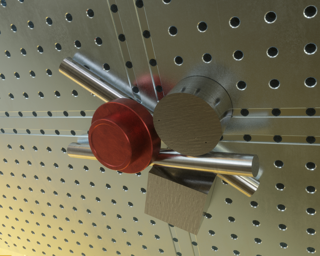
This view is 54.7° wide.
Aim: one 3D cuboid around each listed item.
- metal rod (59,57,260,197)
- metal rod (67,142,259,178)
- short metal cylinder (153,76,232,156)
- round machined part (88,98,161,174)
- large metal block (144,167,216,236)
[{"bbox_3d":[-0.005,-0.005,0.410,0.301,0.025,0.025,33,129,5],"label":"metal rod"},{"bbox_3d":[-0.020,0.038,0.420,0.300,0.025,0.025,1,119,35],"label":"metal rod"},{"bbox_3d":[0.039,-0.014,0.363,0.080,0.050,0.079,13,124,20],"label":"short metal cylinder"},{"bbox_3d":[-0.051,0.015,0.391,0.098,0.042,0.097,14,117,29],"label":"round machined part"},{"bbox_3d":[0.028,0.090,0.432,0.080,0.050,0.079,18,126,17],"label":"large metal block"}]
